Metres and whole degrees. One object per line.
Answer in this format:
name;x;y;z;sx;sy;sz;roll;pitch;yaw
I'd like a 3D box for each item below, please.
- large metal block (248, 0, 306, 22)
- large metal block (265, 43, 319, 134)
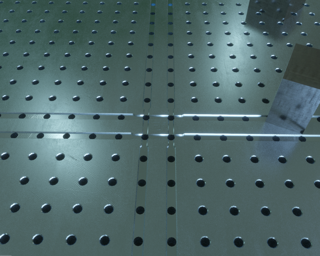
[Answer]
large metal block;0.237;-0.264;0.614;0.080;0.050;0.080;37;59;26
large metal block;0.187;-0.053;0.417;0.050;0.080;0.080;21;53;17
